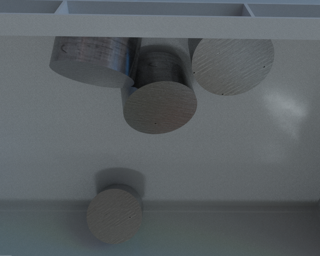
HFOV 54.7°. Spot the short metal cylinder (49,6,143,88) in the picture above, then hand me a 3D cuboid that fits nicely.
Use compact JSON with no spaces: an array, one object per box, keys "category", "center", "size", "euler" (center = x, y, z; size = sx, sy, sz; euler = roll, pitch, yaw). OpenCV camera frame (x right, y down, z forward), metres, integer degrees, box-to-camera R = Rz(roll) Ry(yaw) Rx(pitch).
[{"category":"short metal cylinder","center":[-0.061,-0.075,0.301],"size":[0.080,0.050,0.080],"euler":[9,173,1]}]

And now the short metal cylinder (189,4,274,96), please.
[{"category":"short metal cylinder","center":[0.072,-0.081,0.324],"size":[0.081,0.050,0.079],"euler":[0,130,0]}]

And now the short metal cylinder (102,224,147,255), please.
[{"category":"short metal cylinder","center":[-0.064,0.217,0.579],"size":[0.081,0.050,0.079],"euler":[0,130,0]}]

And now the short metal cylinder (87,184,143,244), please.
[{"category":"short metal cylinder","center":[-0.067,0.129,0.475],"size":[0.081,0.050,0.080],"euler":[0,88,-1]}]

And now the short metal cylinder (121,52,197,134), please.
[{"category":"short metal cylinder","center":[-0.003,-0.038,0.350],"size":[0.081,0.050,0.080],"euler":[-7,139,-6]}]
